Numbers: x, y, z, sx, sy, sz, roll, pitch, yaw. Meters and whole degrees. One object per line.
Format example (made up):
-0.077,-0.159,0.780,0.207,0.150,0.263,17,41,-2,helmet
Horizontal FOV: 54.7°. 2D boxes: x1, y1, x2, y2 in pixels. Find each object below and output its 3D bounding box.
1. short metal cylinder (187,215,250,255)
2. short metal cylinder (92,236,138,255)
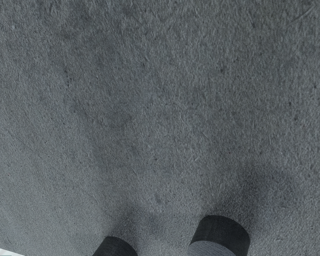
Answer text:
0.086,0.176,0.454,0.080,0.050,0.079,13,124,21,short metal cylinder
-0.089,0.258,0.597,0.080,0.050,0.079,13,124,21,short metal cylinder
